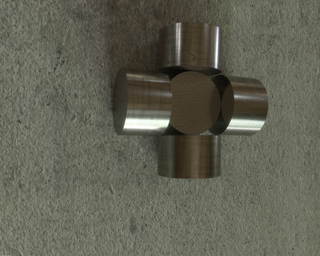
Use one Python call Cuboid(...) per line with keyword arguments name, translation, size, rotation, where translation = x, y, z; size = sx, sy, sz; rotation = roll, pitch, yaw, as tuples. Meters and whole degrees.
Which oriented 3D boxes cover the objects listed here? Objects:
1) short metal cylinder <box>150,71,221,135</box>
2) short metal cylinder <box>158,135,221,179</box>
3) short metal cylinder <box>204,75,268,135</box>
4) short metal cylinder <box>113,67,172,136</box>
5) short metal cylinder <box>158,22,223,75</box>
Cuboid(name="short metal cylinder", translation=(0.032, -0.031, 0.410), size=(0.081, 0.050, 0.079), rotation=(0, 90, -21))
Cuboid(name="short metal cylinder", translation=(0.037, 0.034, 0.396), size=(0.081, 0.080, 0.050), rotation=(0, 90, -20))
Cuboid(name="short metal cylinder", translation=(0.099, -0.030, 0.419), size=(0.050, 0.080, 0.079), rotation=(2, 90, -20))
Cuboid(name="short metal cylinder", translation=(-0.024, -0.030, 0.373), size=(0.050, 0.080, 0.079), rotation=(2, 90, -20))
Cuboid(name="short metal cylinder", translation=(0.038, -0.097, 0.395), size=(0.081, 0.080, 0.050), rotation=(2, 90, -20))
